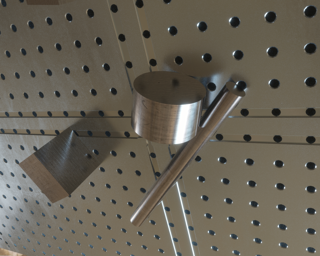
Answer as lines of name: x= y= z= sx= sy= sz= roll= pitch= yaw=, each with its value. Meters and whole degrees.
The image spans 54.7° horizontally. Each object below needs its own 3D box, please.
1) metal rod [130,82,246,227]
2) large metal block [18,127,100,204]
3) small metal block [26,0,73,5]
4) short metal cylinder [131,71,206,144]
metal rod: x=0.022 y=0.057 z=0.433 sx=0.025 sy=0.025 sz=0.298 roll=35 pitch=129 yaw=4
large metal block: x=-0.157 y=0.058 z=0.492 sx=0.050 sy=0.080 sz=0.080 roll=-29 pitch=103 yaw=37
small metal block: x=-0.139 y=-0.177 z=0.373 sx=0.050 sy=0.025 sz=0.050 roll=10 pitch=123 yaw=22
short metal cylinder: x=0.008 y=-0.025 z=0.354 sx=0.080 sy=0.080 sz=0.050 roll=19 pitch=126 yaw=16
